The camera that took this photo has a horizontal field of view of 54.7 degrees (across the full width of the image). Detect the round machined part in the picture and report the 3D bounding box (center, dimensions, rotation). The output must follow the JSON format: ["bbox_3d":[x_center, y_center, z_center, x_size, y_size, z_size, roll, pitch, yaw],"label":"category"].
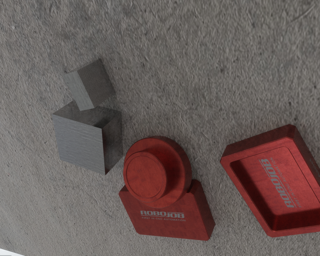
[{"bbox_3d":[-0.010,0.061,0.418,0.098,0.042,0.097,4,98,30],"label":"round machined part"}]

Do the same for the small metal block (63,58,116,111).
[{"bbox_3d":[-0.090,-0.057,0.403,0.025,0.050,0.050,-8,114,32],"label":"small metal block"}]

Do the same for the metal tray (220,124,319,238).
[{"bbox_3d":[0.143,0.068,0.369,0.090,0.030,0.130,-25,105,36],"label":"metal tray"}]

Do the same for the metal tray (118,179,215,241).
[{"bbox_3d":[0.009,0.125,0.476,0.130,0.030,0.090,-7,115,31],"label":"metal tray"}]

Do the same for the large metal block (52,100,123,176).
[{"bbox_3d":[-0.103,0.012,0.453,0.080,0.050,0.079,15,125,19],"label":"large metal block"}]
